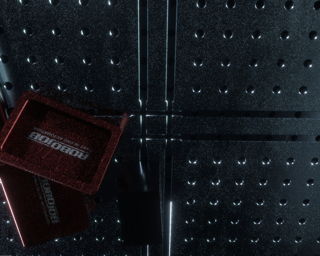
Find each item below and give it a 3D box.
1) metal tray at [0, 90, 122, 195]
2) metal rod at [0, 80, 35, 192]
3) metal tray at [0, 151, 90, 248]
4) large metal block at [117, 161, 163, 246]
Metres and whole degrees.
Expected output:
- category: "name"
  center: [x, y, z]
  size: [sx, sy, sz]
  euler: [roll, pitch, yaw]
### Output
- category: "metal tray"
  center: [-0.125, 0.019, 0.388]
  size: [0.131, 0.030, 0.090]
  euler: [22, 70, -7]
- category: "metal rod"
  center: [-0.210, -0.028, 0.401]
  size: [0.025, 0.025, 0.298]
  euler: [-7, 110, 2]
- category: "metal tray"
  center: [-0.156, 0.092, 0.428]
  size: [0.091, 0.030, 0.129]
  euler: [-14, 111, -16]
- category: "large metal block"
  center: [-0.024, 0.099, 0.420]
  size: [0.050, 0.080, 0.079]
  euler: [-3, 110, 1]
